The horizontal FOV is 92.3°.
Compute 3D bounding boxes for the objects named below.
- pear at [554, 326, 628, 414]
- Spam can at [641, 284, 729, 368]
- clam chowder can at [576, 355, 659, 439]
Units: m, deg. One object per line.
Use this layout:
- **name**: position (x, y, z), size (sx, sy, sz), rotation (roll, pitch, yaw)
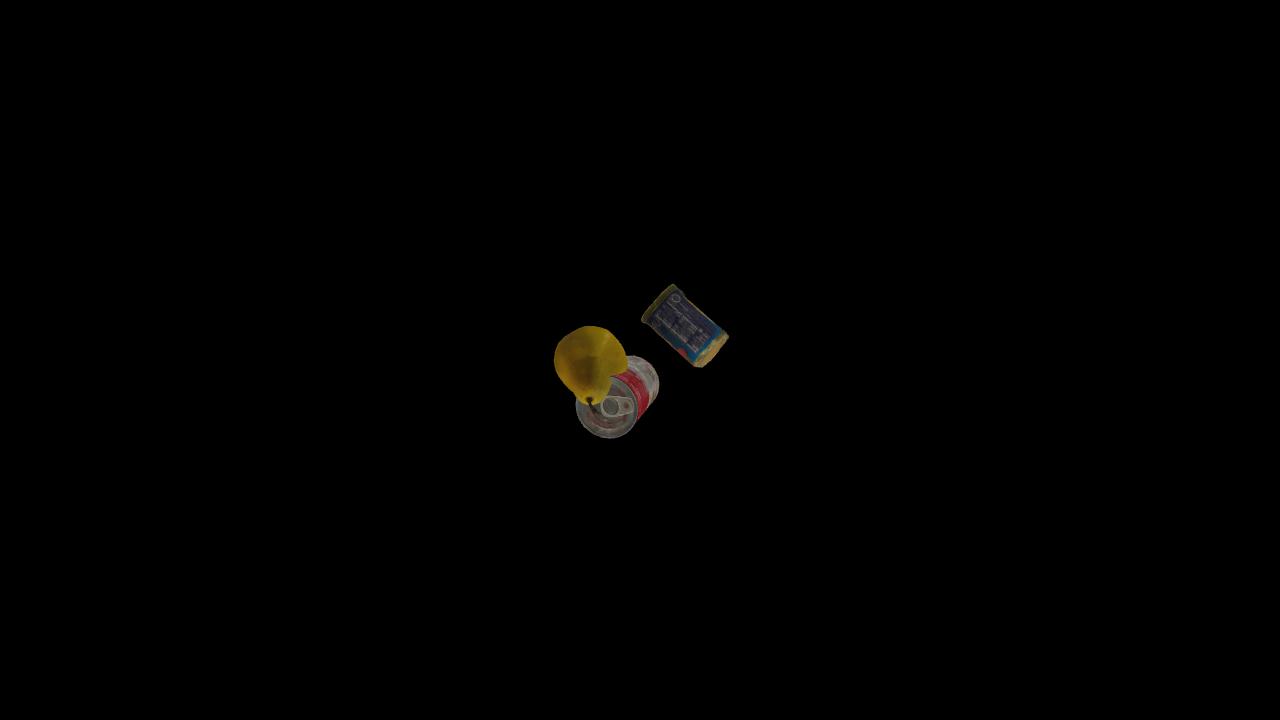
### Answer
- **pear**: position (-0.054, 0.014, 0.633), size (0.080, 0.080, 0.111), rotation (0, 29, 7)
- **Spam can**: position (0.057, -0.038, 0.732), size (0.085, 0.058, 0.101), rotation (42, 8, 9)
- **clam chowder can**: position (-0.022, 0.037, 0.674), size (0.068, 0.068, 0.102), rotation (0, 14, 15)
